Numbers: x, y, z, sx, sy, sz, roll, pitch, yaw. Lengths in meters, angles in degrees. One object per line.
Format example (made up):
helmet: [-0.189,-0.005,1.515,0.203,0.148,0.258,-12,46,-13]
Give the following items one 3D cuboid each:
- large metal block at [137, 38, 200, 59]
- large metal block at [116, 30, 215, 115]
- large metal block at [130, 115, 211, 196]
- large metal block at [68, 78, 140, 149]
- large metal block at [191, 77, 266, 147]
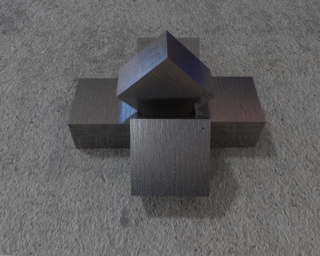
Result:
large metal block: [0.011,-0.095,0.441,0.081,0.080,0.050,0,94,0]
large metal block: [0.006,-0.054,0.372,0.080,0.080,0.050,-32,41,32]
large metal block: [0.011,0.027,0.338,0.081,0.079,0.050,0,7,1]
large metal block: [-0.067,-0.020,0.404,0.081,0.050,0.080,0,50,-1]
large metal block: [0.082,-0.022,0.404,0.081,0.050,0.080,0,50,0]
